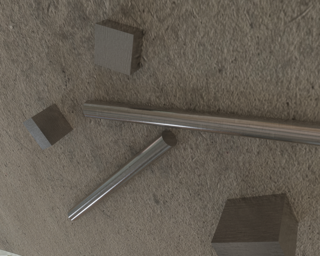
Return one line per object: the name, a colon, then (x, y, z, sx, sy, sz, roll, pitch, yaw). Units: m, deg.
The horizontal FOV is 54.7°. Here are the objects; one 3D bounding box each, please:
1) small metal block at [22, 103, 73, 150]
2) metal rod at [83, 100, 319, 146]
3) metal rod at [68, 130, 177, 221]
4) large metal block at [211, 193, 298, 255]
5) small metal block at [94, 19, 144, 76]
small metal block: (-0.171, -0.003, 0.477, 0.025, 0.050, 0.050, -21, 107, 35)
metal rod: (0.035, -0.010, 0.380, 0.301, 0.025, 0.025, 7, 122, 24)
metal rod: (-0.076, 0.089, 0.500, 0.025, 0.025, 0.299, 46, 129, -4)
large metal block: (0.121, 0.131, 0.388, 0.080, 0.080, 0.050, -16, 110, 34)
small metal block: (-0.050, -0.097, 0.372, 0.050, 0.025, 0.050, 21, 126, 15)
